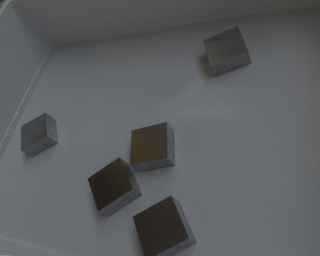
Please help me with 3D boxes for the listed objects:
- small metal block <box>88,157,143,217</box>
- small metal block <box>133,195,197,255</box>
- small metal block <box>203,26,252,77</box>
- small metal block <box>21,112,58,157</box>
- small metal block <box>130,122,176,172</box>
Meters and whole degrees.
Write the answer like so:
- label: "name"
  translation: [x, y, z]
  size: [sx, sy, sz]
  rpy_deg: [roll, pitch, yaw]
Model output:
- label: "small metal block"
  translation: [-0.057, 0.074, 0.389]
  size: [0.050, 0.025, 0.050]
  rpy_deg: [-34, 52, 5]
- label: "small metal block"
  translation: [0.004, 0.110, 0.335]
  size: [0.050, 0.025, 0.050]
  rpy_deg: [-31, 52, 8]
- label: "small metal block"
  translation: [0.091, -0.104, 0.421]
  size: [0.050, 0.025, 0.050]
  rpy_deg: [-20, 54, 16]
- label: "small metal block"
  translation: [-0.195, 0.011, 0.499]
  size: [0.050, 0.025, 0.050]
  rpy_deg: [-27, 52, 10]
- label: "small metal block"
  translation: [-0.009, 0.025, 0.394]
  size: [0.050, 0.025, 0.050]
  rpy_deg: [-13, 56, 20]
